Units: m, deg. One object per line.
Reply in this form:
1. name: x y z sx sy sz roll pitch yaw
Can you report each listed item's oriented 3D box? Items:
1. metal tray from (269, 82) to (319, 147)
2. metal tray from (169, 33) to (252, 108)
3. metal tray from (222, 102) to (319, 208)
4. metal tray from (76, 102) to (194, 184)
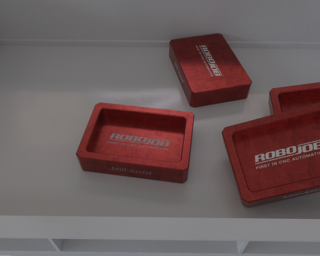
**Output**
1. metal tray: 0.211 -0.014 0.387 0.131 0.030 0.090 -6 57 12
2. metal tray: 0.073 -0.094 0.481 0.091 0.030 0.130 -10 51 -9
3. metal tray: 0.144 0.028 0.344 0.131 0.030 0.090 -15 62 8
4. metal tray: -0.026 0.016 0.388 0.131 0.030 0.090 7 50 5
